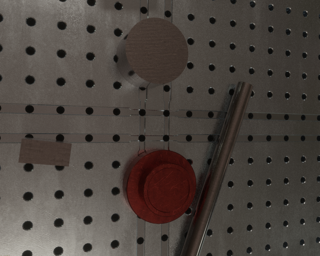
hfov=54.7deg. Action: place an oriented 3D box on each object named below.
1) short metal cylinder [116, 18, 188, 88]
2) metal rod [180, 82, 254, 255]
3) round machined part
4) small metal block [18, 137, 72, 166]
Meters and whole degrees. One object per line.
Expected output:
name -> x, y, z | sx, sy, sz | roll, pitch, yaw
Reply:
short metal cylinder -> -0.011, -0.093, 0.396 | 0.081, 0.050, 0.079 | 0, 90, -21
metal rod -> 0.077, 0.076, 0.442 | 0.025, 0.025, 0.299 | 22, 83, -19
round machined part -> 0.004, 0.078, 0.406 | 0.099, 0.042, 0.097 | 0, 90, -21
small metal block -> -0.130, 0.026, 0.352 | 0.050, 0.050, 0.025 | 8, 88, -20
